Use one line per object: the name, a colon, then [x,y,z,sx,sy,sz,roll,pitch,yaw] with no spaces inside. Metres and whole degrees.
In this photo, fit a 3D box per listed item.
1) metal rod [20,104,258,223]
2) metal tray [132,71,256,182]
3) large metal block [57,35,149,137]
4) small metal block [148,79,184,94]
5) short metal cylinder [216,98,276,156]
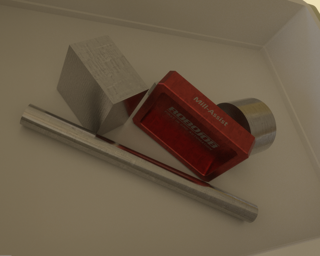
metal rod: [-0.013,0.048,0.369,0.301,0.025,0.025,26,53,-13]
metal tray: [0.038,0.002,0.382,0.130,0.090,0.030,40,50,-2]
large metal block: [-0.070,-0.046,0.360,0.050,0.080,0.080,-30,79,-38]
small metal block: [0.019,-0.044,0.441,0.050,0.025,0.050,-22,74,-36]
short metal cylinder: [0.111,0.001,0.430,0.050,0.080,0.080,-13,69,-33]
